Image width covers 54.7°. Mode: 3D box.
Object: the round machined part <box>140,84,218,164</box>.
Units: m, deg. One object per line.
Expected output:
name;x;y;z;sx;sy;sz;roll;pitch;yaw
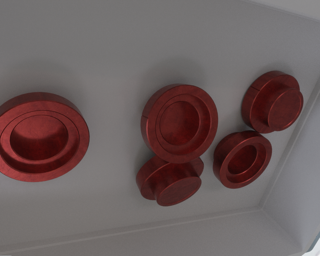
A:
round machined part;0.021;-0.008;0.393;0.099;0.042;0.097;-6;104;-24

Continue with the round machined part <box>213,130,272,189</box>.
round machined part;0.126;0.045;0.494;0.099;0.042;0.097;-14;124;-21

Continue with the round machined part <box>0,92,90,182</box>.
round machined part;-0.129;0.006;0.331;0.099;0.042;0.097;-14;124;-21

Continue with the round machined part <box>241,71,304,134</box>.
round machined part;0.176;-0.034;0.470;0.099;0.042;0.097;-14;122;-23

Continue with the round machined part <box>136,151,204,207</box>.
round machined part;0.019;0.074;0.437;0.099;0.042;0.097;-19;143;-15
